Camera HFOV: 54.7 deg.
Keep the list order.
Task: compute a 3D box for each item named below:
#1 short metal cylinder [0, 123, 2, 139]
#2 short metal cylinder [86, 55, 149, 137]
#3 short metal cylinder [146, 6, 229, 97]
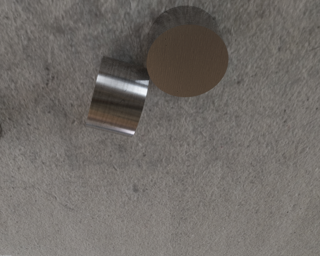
[{"bbox_3d":[-0.254,0.012,0.397,0.081,0.050,0.079,0,130,0],"label":"short metal cylinder"},{"bbox_3d":[-0.047,-0.034,0.342,0.050,0.080,0.079,14,129,-12],"label":"short metal cylinder"},{"bbox_3d":[0.027,-0.079,0.324,0.081,0.050,0.079,0,130,0],"label":"short metal cylinder"}]
